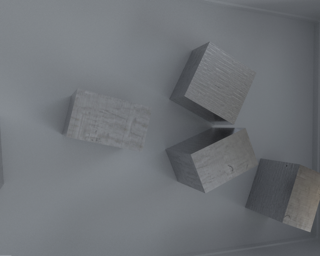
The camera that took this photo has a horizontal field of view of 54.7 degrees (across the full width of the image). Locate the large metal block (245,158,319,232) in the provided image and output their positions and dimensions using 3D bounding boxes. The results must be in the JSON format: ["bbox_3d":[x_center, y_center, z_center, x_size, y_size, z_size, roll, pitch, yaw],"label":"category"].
[{"bbox_3d":[0.180,0.094,0.450,0.050,0.080,0.080,23,83,-19],"label":"large metal block"}]

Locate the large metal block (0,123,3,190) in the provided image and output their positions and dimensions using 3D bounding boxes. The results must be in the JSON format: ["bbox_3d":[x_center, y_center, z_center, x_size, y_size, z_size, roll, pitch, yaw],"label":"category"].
[{"bbox_3d":[-0.211,0.028,0.319,0.081,0.050,0.079,-3,91,-20],"label":"large metal block"}]

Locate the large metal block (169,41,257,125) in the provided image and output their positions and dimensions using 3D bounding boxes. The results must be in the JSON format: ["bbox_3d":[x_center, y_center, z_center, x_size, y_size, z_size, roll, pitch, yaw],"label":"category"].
[{"bbox_3d":[0.072,-0.058,0.425,0.080,0.050,0.080,28,81,-18],"label":"large metal block"}]

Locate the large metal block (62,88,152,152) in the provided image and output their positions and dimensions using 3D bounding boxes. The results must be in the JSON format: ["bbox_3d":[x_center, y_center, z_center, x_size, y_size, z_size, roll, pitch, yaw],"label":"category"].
[{"bbox_3d":[-0.064,-0.007,0.358,0.081,0.080,0.050,13,86,-20],"label":"large metal block"}]

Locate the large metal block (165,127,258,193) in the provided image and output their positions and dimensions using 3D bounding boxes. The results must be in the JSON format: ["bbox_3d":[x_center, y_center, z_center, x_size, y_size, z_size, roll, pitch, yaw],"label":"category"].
[{"bbox_3d":[0.065,0.038,0.407,0.081,0.080,0.050,-24,98,-19],"label":"large metal block"}]
